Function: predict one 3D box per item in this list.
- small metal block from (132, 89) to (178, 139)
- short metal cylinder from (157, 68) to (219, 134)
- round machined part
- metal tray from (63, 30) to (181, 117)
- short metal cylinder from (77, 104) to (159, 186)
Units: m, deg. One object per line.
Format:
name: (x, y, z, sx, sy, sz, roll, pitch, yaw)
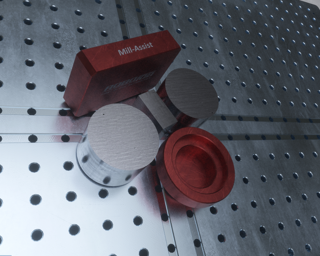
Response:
small metal block: (-0.012, -0.012, 0.387, 0.025, 0.050, 0.050, -28, 78, -37)
short metal cylinder: (0.033, -0.035, 0.426, 0.081, 0.050, 0.080, 14, 56, -21)
round machined part: (0.040, 0.051, 0.382, 0.099, 0.042, 0.098, 14, 56, -21)
metal tray: (-0.045, -0.067, 0.377, 0.131, 0.090, 0.030, -26, 77, -36)
short metal cylinder: (-0.048, 0.019, 0.350, 0.081, 0.050, 0.080, 14, 56, -21)
